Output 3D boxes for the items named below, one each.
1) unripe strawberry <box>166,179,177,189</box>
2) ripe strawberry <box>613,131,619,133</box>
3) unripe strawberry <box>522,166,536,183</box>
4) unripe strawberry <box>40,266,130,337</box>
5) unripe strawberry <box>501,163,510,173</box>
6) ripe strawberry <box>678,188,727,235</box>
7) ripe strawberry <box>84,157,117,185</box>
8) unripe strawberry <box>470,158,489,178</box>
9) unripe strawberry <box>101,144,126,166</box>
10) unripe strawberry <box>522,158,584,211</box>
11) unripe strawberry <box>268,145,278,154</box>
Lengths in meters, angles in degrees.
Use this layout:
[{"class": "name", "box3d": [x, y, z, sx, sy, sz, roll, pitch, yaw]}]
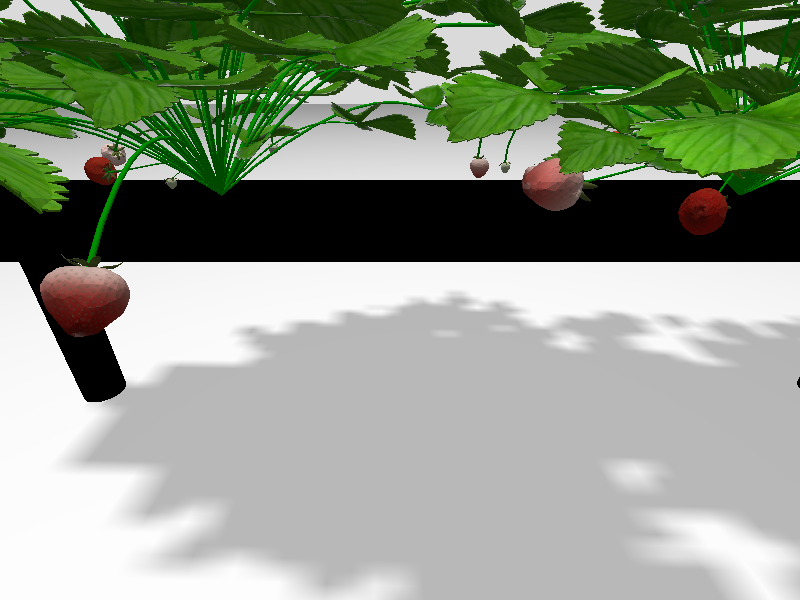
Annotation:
[{"class": "unripe strawberry", "box3d": [-0.215, -0.110, 0.377, 0.010, 0.010, 0.009, 15, 31, 26]}, {"class": "ripe strawberry", "box3d": [0.261, -0.192, 0.501, 0.032, 0.036, 0.034, -5, 27, -9]}, {"class": "unripe strawberry", "box3d": [0.123, -0.115, 0.376, 0.019, 0.019, 0.018, -39, 13, 27]}, {"class": "unripe strawberry", "box3d": [-0.116, 0.000, 0.148, 0.026, 0.026, 0.023, -5, -21, -9]}, {"class": "unripe strawberry", "box3d": [0.115, -0.145, 0.439, 0.010, 0.011, 0.011, 15, 31, 27]}, {"class": "ripe strawberry", "box3d": [0.184, -0.053, 0.244, 0.027, 0.028, 0.024, -25, 37, -38]}, {"class": "ripe strawberry", "box3d": [-0.287, -0.123, 0.382, 0.027, 0.026, 0.025, 9, 29, 17]}, {"class": "unripe strawberry", "box3d": [0.083, -0.138, 0.419, 0.019, 0.020, 0.018, 11, 29, 19]}, {"class": "unripe strawberry", "box3d": [-0.342, -0.173, 0.478, 0.027, 0.026, 0.024, -8, 15, 45]}, {"class": "unripe strawberry", "box3d": [0.109, -0.083, 0.291, 0.038, 0.037, 0.042, -8, 29, -14]}, {"class": "unripe strawberry", "box3d": [-0.171, -0.204, 0.540, 0.013, 0.012, 0.012, -2, 28, -4]}]
